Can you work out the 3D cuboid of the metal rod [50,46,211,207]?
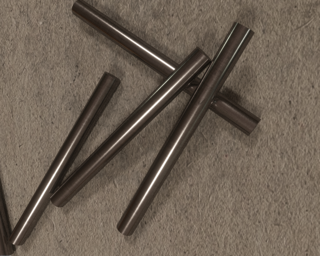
[{"bbox_3d":[-0.050,0.011,0.409,0.299,0.025,0.025,-43,77,20],"label":"metal rod"}]

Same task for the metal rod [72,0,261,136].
[{"bbox_3d":[-0.003,-0.087,0.409,0.300,0.025,0.025,37,102,15],"label":"metal rod"}]

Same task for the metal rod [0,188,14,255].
[{"bbox_3d":[-0.285,0.060,0.506,0.025,0.025,0.298,-17,85,19],"label":"metal rod"}]

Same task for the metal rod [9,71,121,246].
[{"bbox_3d":[-0.145,0.052,0.458,0.025,0.025,0.299,36,101,16],"label":"metal rod"}]

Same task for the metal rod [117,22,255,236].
[{"bbox_3d":[0.022,0.015,0.381,0.025,0.025,0.298,35,108,16],"label":"metal rod"}]
